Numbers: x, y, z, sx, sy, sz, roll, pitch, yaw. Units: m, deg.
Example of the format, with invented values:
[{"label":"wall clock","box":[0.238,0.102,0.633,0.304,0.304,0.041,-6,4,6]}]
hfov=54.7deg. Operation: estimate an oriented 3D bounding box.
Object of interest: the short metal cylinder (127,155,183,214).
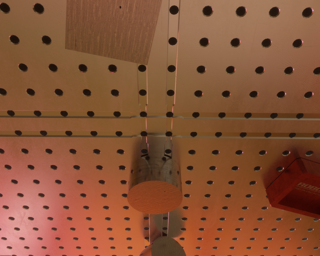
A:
[{"label":"short metal cylinder","box":[-0.007,0.086,0.468,0.081,0.050,0.079,0,130,0]}]

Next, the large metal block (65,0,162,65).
[{"label":"large metal block","box":[-0.043,-0.115,0.297,0.081,0.050,0.079,10,130,-9]}]

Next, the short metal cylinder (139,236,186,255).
[{"label":"short metal cylinder","box":[0.005,0.257,0.594,0.080,0.080,0.050,25,126,-20]}]

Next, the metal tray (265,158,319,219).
[{"label":"metal tray","box":[0.251,0.103,0.498,0.131,0.030,0.089,17,128,-14]}]
